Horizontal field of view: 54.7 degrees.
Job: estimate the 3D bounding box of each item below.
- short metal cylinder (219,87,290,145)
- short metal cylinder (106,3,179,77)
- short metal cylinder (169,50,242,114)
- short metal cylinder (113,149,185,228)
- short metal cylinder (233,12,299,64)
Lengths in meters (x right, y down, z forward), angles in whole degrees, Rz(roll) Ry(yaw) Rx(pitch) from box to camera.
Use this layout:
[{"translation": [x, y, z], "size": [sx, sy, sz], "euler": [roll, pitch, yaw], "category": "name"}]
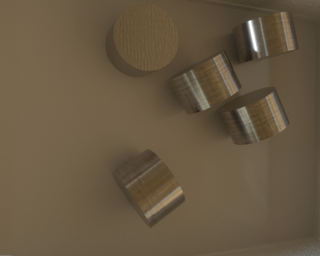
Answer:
[{"translation": [0.129, -0.017, 0.429], "size": [0.080, 0.080, 0.050], "euler": [-29, 100, -18], "category": "short metal cylinder"}, {"translation": [-0.024, -0.107, 0.388], "size": [0.081, 0.050, 0.080], "euler": [0, 90, -20], "category": "short metal cylinder"}, {"translation": [0.058, -0.059, 0.402], "size": [0.080, 0.080, 0.050], "euler": [-32, 101, -17], "category": "short metal cylinder"}, {"translation": [-0.014, 0.072, 0.376], "size": [0.050, 0.080, 0.080], "euler": [-34, 101, -17], "category": "short metal cylinder"}, {"translation": [0.147, -0.124, 0.435], "size": [0.081, 0.080, 0.050], "euler": [-15, 96, -19], "category": "short metal cylinder"}]
